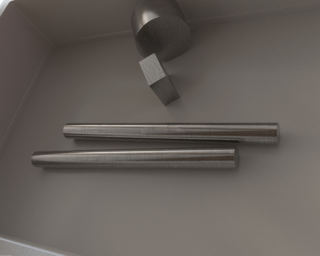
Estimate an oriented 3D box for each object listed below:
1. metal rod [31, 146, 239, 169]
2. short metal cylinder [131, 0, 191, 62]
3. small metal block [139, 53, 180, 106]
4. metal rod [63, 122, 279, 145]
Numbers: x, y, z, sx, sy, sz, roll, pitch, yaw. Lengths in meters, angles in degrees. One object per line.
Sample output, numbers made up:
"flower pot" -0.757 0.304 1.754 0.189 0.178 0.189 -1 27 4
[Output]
"metal rod" -0.051 0.040 0.405 0.301 0.025 0.025 -3 60 26
"short metal cylinder" 0.000 -0.145 0.458 0.080 0.080 0.050 -24 53 13
"small metal block" 0.000 -0.067 0.430 0.025 0.050 0.050 -30 52 9
"metal rod" -0.005 0.005 0.403 0.300 0.025 0.025 0 62 28
